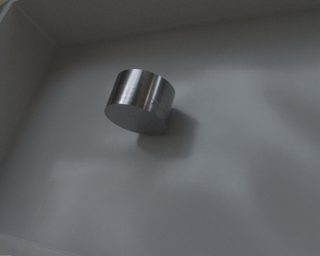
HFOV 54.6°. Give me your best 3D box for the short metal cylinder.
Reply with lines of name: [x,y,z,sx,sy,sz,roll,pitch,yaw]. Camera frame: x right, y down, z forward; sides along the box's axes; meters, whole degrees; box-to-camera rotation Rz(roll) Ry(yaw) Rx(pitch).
short metal cylinder: [-0.025,-0.031,0.400,0.080,0.080,0.050,2,63,29]
